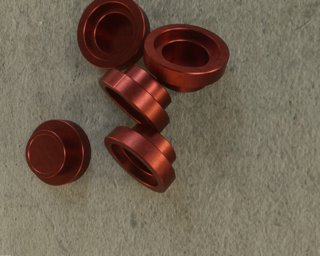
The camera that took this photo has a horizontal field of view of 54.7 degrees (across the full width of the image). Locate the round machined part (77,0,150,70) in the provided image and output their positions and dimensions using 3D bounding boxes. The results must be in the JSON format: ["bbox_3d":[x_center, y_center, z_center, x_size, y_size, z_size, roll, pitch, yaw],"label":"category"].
[{"bbox_3d":[-0.058,-0.125,0.419,0.098,0.042,0.097,0,90,19],"label":"round machined part"}]

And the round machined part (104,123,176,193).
[{"bbox_3d":[-0.019,0.032,0.386,0.098,0.098,0.042,35,66,16],"label":"round machined part"}]

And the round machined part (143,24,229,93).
[{"bbox_3d":[0.029,-0.080,0.370,0.098,0.098,0.042,29,142,17],"label":"round machined part"}]

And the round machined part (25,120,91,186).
[{"bbox_3d":[-0.155,0.036,0.453,0.098,0.042,0.097,0,90,19],"label":"round machined part"}]

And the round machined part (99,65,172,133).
[{"bbox_3d":[-0.025,-0.039,0.382,0.098,0.098,0.042,38,80,15],"label":"round machined part"}]
